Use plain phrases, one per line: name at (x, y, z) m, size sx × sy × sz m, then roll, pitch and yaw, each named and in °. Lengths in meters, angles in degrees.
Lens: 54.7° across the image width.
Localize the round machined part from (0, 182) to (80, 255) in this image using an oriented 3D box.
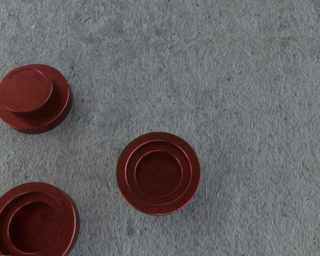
round machined part at (-0.141, 0.114, 0.356) m, size 0.099 × 0.042 × 0.098 m, roll 0°, pitch 70°, yaw 0°

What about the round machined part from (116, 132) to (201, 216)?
round machined part at (-0.002, 0.057, 0.378) m, size 0.099 × 0.042 × 0.098 m, roll 0°, pitch 70°, yaw 0°

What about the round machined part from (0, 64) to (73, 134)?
round machined part at (-0.172, -0.044, 0.414) m, size 0.099 × 0.042 × 0.098 m, roll 0°, pitch 70°, yaw 0°
